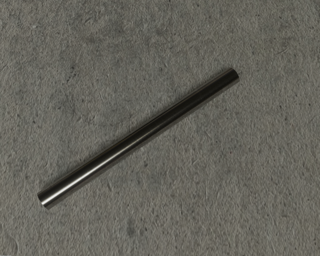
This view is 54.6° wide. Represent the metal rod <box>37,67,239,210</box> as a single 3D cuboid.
[{"bbox_3d":[-0.019,0.007,0.407,0.301,0.025,0.025,-34,74,-12],"label":"metal rod"}]
